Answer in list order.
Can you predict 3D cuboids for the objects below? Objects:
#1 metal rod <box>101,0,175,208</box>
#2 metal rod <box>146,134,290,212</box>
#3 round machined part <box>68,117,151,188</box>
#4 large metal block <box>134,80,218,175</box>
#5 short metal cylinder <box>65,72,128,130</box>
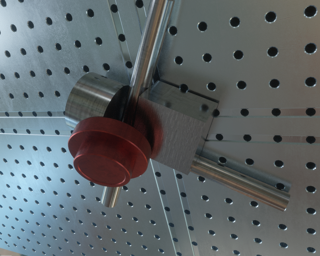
[{"bbox_3d":[-0.036,-0.013,0.396,0.025,0.025,0.298,25,120,12],"label":"metal rod"},{"bbox_3d":[0.022,0.037,0.421,0.301,0.025,0.025,22,127,14],"label":"metal rod"},{"bbox_3d":[-0.063,0.035,0.369,0.098,0.042,0.097,9,140,8],"label":"round machined part"},{"bbox_3d":[0.016,-0.001,0.380,0.080,0.050,0.079,23,127,13],"label":"large metal block"},{"bbox_3d":[-0.075,-0.025,0.397,0.050,0.080,0.079,23,127,14],"label":"short metal cylinder"}]
